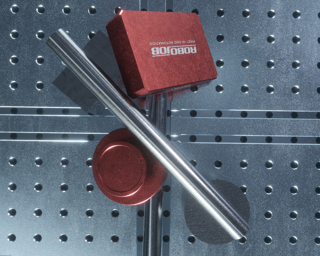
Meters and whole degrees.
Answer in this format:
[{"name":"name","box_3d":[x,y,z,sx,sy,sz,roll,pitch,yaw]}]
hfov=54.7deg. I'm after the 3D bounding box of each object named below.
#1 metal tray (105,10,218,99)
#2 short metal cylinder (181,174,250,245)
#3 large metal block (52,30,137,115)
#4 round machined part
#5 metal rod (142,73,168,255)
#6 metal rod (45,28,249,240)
[{"name":"metal tray","box_3d":[0.008,-0.090,0.372,0.131,0.030,0.090,-18,90,-42]},{"name":"short metal cylinder","box_3d":[0.070,0.103,0.402,0.081,0.050,0.079,0,90,-1]},{"name":"large metal block","box_3d":[-0.075,-0.064,0.386,0.050,0.080,0.080,41,90,-1]},{"name":"round machined part","box_3d":[-0.042,0.049,0.389,0.098,0.042,0.097,0,90,17]},{"name":"metal rod","box_3d":[-0.005,0.020,0.413,0.025,0.025,0.298,2,90,-1]},{"name":"metal rod","box_3d":[-0.007,0.013,0.343,0.025,0.025,0.300,-43,98,0]}]
